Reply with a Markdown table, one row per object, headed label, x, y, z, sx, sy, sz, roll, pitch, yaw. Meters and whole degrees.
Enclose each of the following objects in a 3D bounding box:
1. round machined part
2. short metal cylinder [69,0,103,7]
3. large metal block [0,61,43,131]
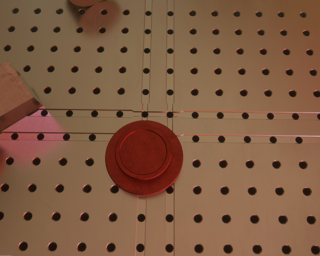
| label | x | y | z | sx | sy | sz | roll | pitch | yaw |
| --- | --- | --- | --- | --- | --- | --- | --- | --- | --- |
| round machined part | -0.020 | 0.035 | 0.390 | 0.099 | 0.042 | 0.098 | 0 | 70 | 0 |
| short metal cylinder | -0.115 | -0.233 | 0.467 | 0.080 | 0.080 | 0.050 | -29 | 73 | -10 |
| large metal block | -0.201 | -0.032 | 0.385 | 0.080 | 0.080 | 0.050 | -34 | 95 | -13 |
